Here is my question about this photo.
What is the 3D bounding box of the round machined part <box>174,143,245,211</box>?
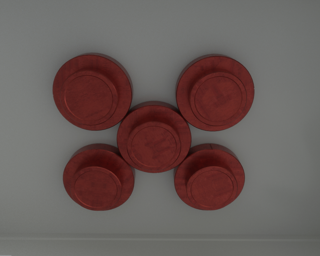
[{"bbox_3d":[0.069,0.074,0.429,0.099,0.042,0.097,0,110,-1],"label":"round machined part"}]

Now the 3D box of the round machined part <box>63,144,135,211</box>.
[{"bbox_3d":[-0.085,0.074,0.427,0.099,0.042,0.097,0,110,-1],"label":"round machined part"}]

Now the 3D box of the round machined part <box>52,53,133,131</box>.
[{"bbox_3d":[-0.084,-0.042,0.384,0.099,0.042,0.097,0,110,-1],"label":"round machined part"}]

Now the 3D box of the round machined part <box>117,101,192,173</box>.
[{"bbox_3d":[-0.008,0.017,0.406,0.099,0.042,0.097,0,110,-1],"label":"round machined part"}]

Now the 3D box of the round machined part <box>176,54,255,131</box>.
[{"bbox_3d":[0.069,-0.041,0.387,0.099,0.042,0.097,0,110,-1],"label":"round machined part"}]
